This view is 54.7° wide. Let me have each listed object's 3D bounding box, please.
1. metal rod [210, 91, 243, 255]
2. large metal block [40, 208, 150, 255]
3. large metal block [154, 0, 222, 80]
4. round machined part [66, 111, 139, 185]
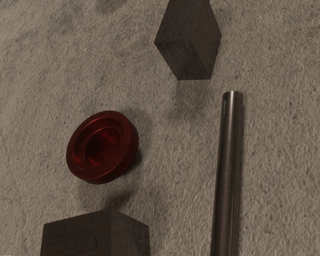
[{"bbox_3d":[0.066,0.093,0.311,0.025,0.025,0.299,-4,60,26],"label":"metal rod"},{"bbox_3d":[-0.064,0.126,0.323,0.080,0.080,0.050,-18,55,18],"label":"large metal block"},{"bbox_3d":[0.042,-0.121,0.420,0.050,0.080,0.080,3,63,29],"label":"large metal block"},{"bbox_3d":[-0.071,0.029,0.411,0.098,0.042,0.098,-13,56,20],"label":"round machined part"}]
